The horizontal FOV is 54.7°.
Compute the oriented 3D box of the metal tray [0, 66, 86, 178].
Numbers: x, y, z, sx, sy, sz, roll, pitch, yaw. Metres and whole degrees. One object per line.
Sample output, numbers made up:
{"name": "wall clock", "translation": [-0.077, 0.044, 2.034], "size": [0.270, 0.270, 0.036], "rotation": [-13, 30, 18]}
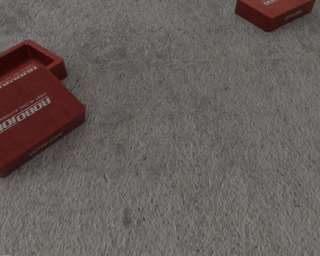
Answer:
{"name": "metal tray", "translation": [-0.172, -0.012, 0.391], "size": [0.090, 0.030, 0.131], "rotation": [45, 61, 10]}

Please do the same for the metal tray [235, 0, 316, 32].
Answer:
{"name": "metal tray", "translation": [0.224, -0.240, 0.603], "size": [0.131, 0.030, 0.090], "rotation": [-29, 56, -22]}

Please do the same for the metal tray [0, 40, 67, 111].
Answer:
{"name": "metal tray", "translation": [-0.218, -0.076, 0.461], "size": [0.090, 0.030, 0.131], "rotation": [31, 57, 23]}
